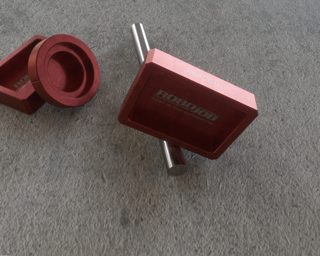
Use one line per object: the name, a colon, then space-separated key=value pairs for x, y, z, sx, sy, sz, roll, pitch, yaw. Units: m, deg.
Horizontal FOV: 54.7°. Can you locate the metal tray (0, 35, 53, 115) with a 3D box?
metal tray: x=-0.191 y=-0.085 z=0.469 sx=0.090 sy=0.030 sz=0.130 roll=21 pitch=53 yaw=16

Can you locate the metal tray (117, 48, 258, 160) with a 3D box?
metal tray: x=0.029 y=-0.021 z=0.348 sx=0.131 sy=0.089 sz=0.030 roll=22 pitch=41 yaw=-13

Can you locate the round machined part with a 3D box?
round machined part: x=-0.135 y=-0.076 z=0.428 sx=0.042 sy=0.098 sz=0.098 roll=-4 pitch=41 yaw=40

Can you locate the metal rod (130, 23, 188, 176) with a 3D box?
metal rod: x=-0.010 y=-0.063 z=0.455 sx=0.025 sy=0.025 sz=0.300 roll=-9 pitch=51 yaw=-8

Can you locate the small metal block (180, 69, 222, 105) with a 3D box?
small metal block: x=0.054 y=-0.051 z=0.431 sx=0.050 sy=0.050 sz=0.025 roll=23 pitch=54 yaw=18
